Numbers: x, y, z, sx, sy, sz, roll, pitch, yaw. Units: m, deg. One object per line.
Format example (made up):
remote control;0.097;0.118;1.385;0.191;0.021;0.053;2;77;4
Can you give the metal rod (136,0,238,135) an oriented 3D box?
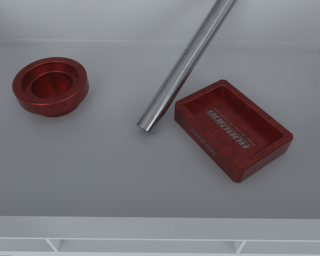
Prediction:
metal rod;0.058;-0.123;0.424;0.025;0.025;0.300;30;82;22

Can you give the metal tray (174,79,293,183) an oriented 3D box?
metal tray;0.091;-0.002;0.404;0.091;0.030;0.130;-28;56;-22

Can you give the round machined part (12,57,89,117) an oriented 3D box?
round machined part;-0.150;-0.054;0.437;0.099;0.042;0.098;0;50;0
